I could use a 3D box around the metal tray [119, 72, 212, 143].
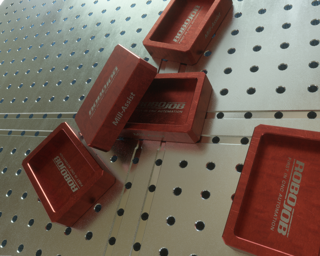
[{"bbox_3d":[-0.003,-0.030,0.423,0.130,0.030,0.090,3,63,29],"label":"metal tray"}]

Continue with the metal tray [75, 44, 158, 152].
[{"bbox_3d":[-0.065,-0.043,0.425,0.129,0.030,0.090,-57,36,10],"label":"metal tray"}]

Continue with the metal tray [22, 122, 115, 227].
[{"bbox_3d":[-0.132,0.060,0.435,0.090,0.030,0.130,-45,51,-4],"label":"metal tray"}]

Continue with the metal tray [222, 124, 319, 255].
[{"bbox_3d":[0.124,0.064,0.300,0.090,0.030,0.130,10,66,32],"label":"metal tray"}]

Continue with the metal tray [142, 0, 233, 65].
[{"bbox_3d":[0.043,-0.164,0.481,0.090,0.030,0.130,21,72,35],"label":"metal tray"}]
